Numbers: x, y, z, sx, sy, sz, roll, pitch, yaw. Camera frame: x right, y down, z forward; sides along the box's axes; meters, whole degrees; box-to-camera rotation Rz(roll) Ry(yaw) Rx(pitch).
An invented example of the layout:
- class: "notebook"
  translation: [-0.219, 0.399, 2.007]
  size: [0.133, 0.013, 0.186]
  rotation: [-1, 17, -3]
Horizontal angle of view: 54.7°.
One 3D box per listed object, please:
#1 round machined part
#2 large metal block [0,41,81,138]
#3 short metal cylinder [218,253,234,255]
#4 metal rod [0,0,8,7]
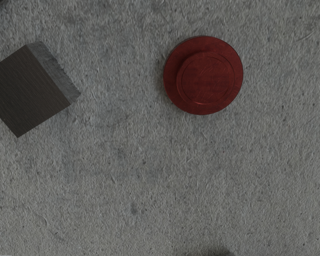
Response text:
- class: "round machined part"
  translation: [0.053, -0.061, 0.379]
  size: [0.099, 0.042, 0.097]
  rotation: [0, 110, -1]
- class: "large metal block"
  translation: [-0.158, -0.048, 0.377]
  size: [0.080, 0.050, 0.080]
  rotation: [-30, 108, 10]
- class: "short metal cylinder"
  translation: [0.099, 0.236, 0.469]
  size: [0.050, 0.080, 0.080]
  rotation: [-16, 110, 5]
- class: "metal rod"
  translation: [-0.148, -0.179, 0.341]
  size: [0.300, 0.025, 0.025]
  rotation: [-35, 107, 11]
